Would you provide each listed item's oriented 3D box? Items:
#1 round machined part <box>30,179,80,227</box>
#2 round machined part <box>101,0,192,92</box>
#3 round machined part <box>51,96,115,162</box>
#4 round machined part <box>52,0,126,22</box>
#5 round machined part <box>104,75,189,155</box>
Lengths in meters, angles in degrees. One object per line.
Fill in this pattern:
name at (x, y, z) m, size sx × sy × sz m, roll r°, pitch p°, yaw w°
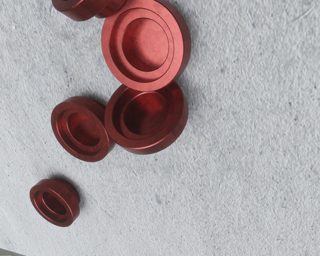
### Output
round machined part at (-0.190, 0.134, 0.579) m, size 0.098 × 0.042 × 0.097 m, roll 13°, pitch 124°, yaw 21°
round machined part at (-0.012, -0.092, 0.340) m, size 0.098 × 0.042 × 0.097 m, roll 10°, pitch 115°, yaw 23°
round machined part at (-0.105, -0.002, 0.450) m, size 0.098 × 0.042 × 0.097 m, roll 13°, pitch 124°, yaw 21°
round machined part at (-0.063, -0.152, 0.313) m, size 0.098 × 0.042 × 0.098 m, roll -15°, pitch 66°, yaw 36°
round machined part at (-0.013, -0.014, 0.371) m, size 0.098 × 0.098 × 0.042 m, roll 7°, pitch 159°, yaw 24°
